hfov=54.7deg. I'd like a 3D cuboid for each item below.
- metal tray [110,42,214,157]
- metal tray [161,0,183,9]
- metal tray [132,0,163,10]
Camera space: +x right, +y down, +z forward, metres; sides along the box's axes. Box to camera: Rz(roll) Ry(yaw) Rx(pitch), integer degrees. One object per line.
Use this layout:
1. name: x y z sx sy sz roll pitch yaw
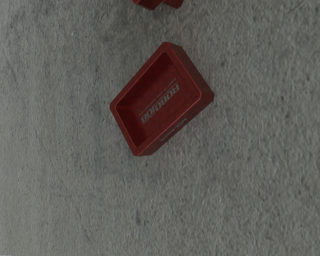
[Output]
1. metal tray: -0.004 -0.034 0.402 0.129 0.030 0.090 -43 64 31
2. metal tray: -0.011 -0.222 0.408 0.130 0.030 0.089 36 112 33
3. metal tray: 0.005 -0.215 0.355 0.130 0.030 0.090 -37 68 33
